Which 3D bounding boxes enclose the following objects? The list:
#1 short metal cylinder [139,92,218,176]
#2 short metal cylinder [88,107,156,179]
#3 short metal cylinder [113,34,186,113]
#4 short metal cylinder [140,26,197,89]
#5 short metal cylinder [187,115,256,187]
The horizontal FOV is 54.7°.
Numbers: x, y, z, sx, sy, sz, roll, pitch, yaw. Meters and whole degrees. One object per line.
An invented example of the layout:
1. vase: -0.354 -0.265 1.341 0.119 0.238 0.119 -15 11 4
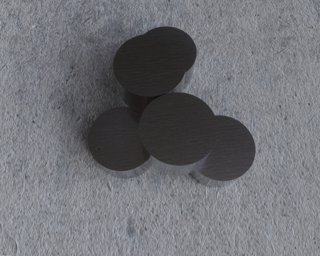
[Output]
1. short metal cylinder: 0.019 0.008 0.339 0.081 0.050 0.080 0 70 -1
2. short metal cylinder: -0.044 0.020 0.388 0.081 0.050 0.080 0 70 0
3. short metal cylinder: -0.011 -0.062 0.365 0.080 0.050 0.080 0 70 0
4. short metal cylinder: 0.008 -0.092 0.430 0.081 0.050 0.080 0 70 0
5. short metal cylinder: 0.071 0.030 0.385 0.081 0.050 0.080 0 70 0
